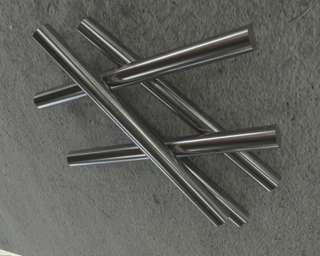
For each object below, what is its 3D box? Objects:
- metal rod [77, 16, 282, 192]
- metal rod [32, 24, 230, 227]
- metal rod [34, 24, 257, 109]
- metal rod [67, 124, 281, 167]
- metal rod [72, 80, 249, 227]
[{"bbox_3d":[0.023,-0.029,0.376,0.300,0.025,0.025,40,129,0],"label":"metal rod"},{"bbox_3d":[-0.029,0.001,0.358,0.300,0.025,0.025,46,129,-5],"label":"metal rod"},{"bbox_3d":[-0.042,-0.060,0.360,0.300,0.025,0.025,-10,114,32],"label":"metal rod"},{"bbox_3d":[-0.005,0.028,0.395,0.300,0.025,0.025,-9,114,31],"label":"metal rod"},{"bbox_3d":[0.001,0.026,0.421,0.300,0.025,0.025,42,129,-1],"label":"metal rod"}]
